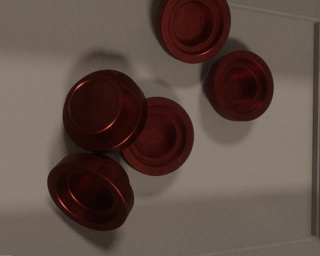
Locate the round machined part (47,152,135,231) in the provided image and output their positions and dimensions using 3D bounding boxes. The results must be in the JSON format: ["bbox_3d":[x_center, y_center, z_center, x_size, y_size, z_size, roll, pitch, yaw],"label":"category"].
[{"bbox_3d":[-0.074,0.068,0.356,0.098,0.098,0.042,51,35,-13],"label":"round machined part"}]

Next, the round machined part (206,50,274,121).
[{"bbox_3d":[0.109,-0.058,0.443,0.099,0.042,0.097,0,90,-21],"label":"round machined part"}]

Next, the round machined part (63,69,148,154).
[{"bbox_3d":[-0.067,-0.022,0.351,0.098,0.042,0.098,-3,75,14],"label":"round machined part"}]

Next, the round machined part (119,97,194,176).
[{"bbox_3d":[-0.010,0.010,0.399,0.099,0.042,0.097,0,90,-21],"label":"round machined part"}]

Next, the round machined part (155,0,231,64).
[{"bbox_3d":[0.040,-0.137,0.407,0.099,0.042,0.097,-8,113,-19],"label":"round machined part"}]
